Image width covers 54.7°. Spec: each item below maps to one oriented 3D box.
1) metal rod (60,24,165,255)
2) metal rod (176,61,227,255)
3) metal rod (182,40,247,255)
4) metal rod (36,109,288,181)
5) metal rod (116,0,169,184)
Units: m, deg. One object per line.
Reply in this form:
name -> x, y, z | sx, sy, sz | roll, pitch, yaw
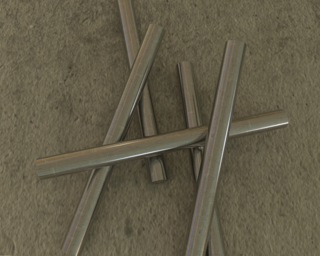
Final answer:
metal rod -> -0.054, 0.004, 0.387 | 0.025, 0.025, 0.299 | 18, 78, 6
metal rod -> 0.052, 0.051, 0.390 | 0.025, 0.025, 0.299 | -6, 70, -3
metal rod -> 0.058, 0.047, 0.351 | 0.025, 0.025, 0.298 | 12, 85, 4
metal rod -> 0.013, 0.017, 0.370 | 0.302, 0.025, 0.025 | -11, 71, -11
metal rod -> -0.029, -0.071, 0.433 | 0.025, 0.025, 0.299 | -10, 70, -4
